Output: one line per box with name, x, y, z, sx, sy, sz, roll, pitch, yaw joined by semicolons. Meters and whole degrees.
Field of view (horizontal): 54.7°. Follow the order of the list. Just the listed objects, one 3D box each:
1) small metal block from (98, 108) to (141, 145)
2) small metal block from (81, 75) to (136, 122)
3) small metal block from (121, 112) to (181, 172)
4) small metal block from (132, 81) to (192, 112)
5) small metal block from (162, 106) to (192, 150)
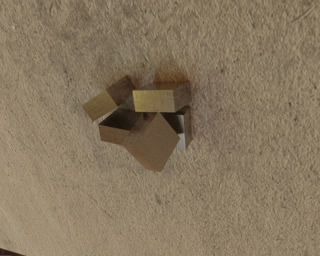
small metal block;-0.046;-0.001;0.414;0.050;0.050;0.025;11;123;22
small metal block;-0.065;-0.039;0.401;0.050;0.050;0.025;-25;105;37
small metal block;-0.009;0.015;0.360;0.025;0.050;0.050;4;143;45
small metal block;0.004;-0.037;0.363;0.050;0.050;0.025;2;109;27
small metal block;0.013;-0.003;0.399;0.050;0.025;0.050;8;122;24
